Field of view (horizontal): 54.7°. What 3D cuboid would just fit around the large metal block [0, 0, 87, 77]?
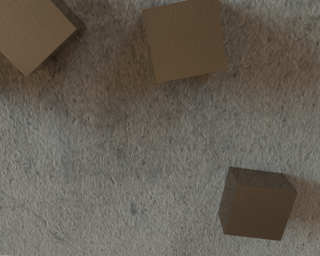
[{"bbox_3d":[-0.145,-0.118,0.351,0.080,0.050,0.080,-39,106,13],"label":"large metal block"}]

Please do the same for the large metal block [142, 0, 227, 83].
[{"bbox_3d":[0.028,-0.103,0.359,0.080,0.050,0.079,-11,110,3],"label":"large metal block"}]

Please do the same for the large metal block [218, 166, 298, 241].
[{"bbox_3d":[0.134,0.106,0.438,0.081,0.050,0.079,8,110,-4],"label":"large metal block"}]
